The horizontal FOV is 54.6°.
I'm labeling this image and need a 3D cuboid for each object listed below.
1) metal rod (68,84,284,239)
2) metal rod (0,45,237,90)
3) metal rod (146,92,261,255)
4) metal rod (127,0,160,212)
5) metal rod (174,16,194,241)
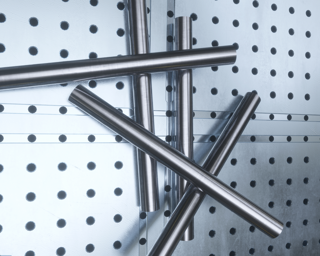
[{"bbox_3d":[0.021,0.042,0.381,0.301,0.025,0.025,34,79,-2],"label":"metal rod"},{"bbox_3d":[-0.053,-0.073,0.370,0.302,0.025,0.025,-8,93,-12],"label":"metal rod"},{"bbox_3d":[0.058,0.069,0.409,0.025,0.025,0.300,41,68,-15],"label":"metal rod"},{"bbox_3d":[-0.022,-0.042,0.404,0.025,0.025,0.298,-4,92,-20],"label":"metal rod"},{"bbox_3d":[0.033,0.001,0.424,0.025,0.025,0.298,-1,90,-20],"label":"metal rod"}]
